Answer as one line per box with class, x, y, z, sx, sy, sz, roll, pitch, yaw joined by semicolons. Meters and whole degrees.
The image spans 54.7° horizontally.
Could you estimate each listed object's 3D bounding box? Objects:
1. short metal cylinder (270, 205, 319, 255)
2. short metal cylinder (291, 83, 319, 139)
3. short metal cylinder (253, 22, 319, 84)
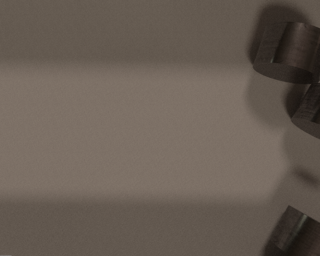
short metal cylinder;0.187;0.140;0.387;0.080;0.080;0.050;30;90;-1
short metal cylinder;0.215;-0.015;0.387;0.080;0.080;0.050;29;90;-1
short metal cylinder;0.163;-0.091;0.386;0.080;0.080;0.050;17;90;-1
